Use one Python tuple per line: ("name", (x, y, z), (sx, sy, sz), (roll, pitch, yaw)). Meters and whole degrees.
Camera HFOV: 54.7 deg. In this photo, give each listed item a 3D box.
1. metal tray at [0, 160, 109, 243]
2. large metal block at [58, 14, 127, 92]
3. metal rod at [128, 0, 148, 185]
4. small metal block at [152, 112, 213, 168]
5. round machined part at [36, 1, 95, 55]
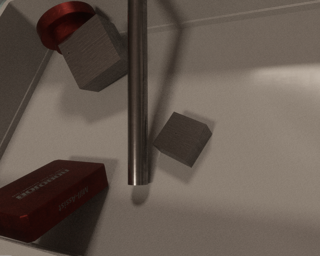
("metal tray", (-0.137, 0.079, 0.371), (0.090, 0.030, 0.131), (1, 18, 28))
("large metal block", (-0.097, -0.113, 0.480), (0.080, 0.050, 0.080), (-32, 79, 19))
("metal rod", (-0.028, -0.080, 0.391), (0.025, 0.025, 0.298), (-3, 85, 26))
("small metal block", (0.028, 0.014, 0.382), (0.050, 0.025, 0.050), (24, 75, 36))
("round machined part", (-0.143, -0.154, 0.501), (0.098, 0.098, 0.042), (-29, 80, 9))
